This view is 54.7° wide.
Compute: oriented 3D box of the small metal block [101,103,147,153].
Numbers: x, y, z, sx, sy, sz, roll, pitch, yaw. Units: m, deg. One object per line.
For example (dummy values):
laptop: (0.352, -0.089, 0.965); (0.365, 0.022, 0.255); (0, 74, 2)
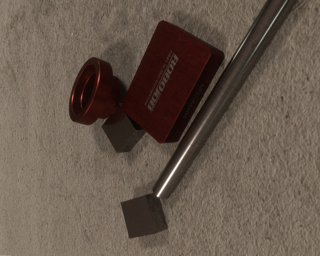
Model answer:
small metal block: (-0.051, 0.000, 0.445); (0.050, 0.025, 0.050); (-48, 62, 29)

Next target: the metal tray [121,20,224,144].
metal tray: (0.011, -0.057, 0.391); (0.090, 0.030, 0.129); (41, 114, 32)

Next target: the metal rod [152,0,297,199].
metal rod: (0.069, -0.037, 0.346); (0.025, 0.025, 0.298); (43, 116, 31)

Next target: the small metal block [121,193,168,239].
small metal block: (-0.022, 0.119, 0.421); (0.050, 0.025, 0.050); (-25, 74, 37)

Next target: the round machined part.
round machined part: (-0.093, -0.050, 0.455); (0.098, 0.042, 0.098); (-27, 54, 46)
